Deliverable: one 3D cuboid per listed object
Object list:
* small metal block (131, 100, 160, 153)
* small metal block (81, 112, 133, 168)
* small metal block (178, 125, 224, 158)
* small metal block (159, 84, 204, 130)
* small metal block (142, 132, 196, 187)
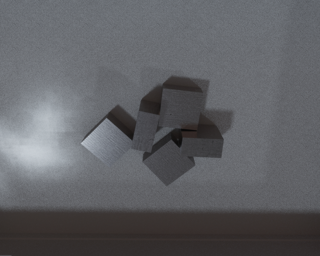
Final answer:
[{"bbox_3d":[-0.018,-0.003,0.394,0.025,0.050,0.050,12,110,-5],"label":"small metal block"},{"bbox_3d":[-0.068,0.016,0.414,0.050,0.025,0.050,-43,105,14],"label":"small metal block"},{"bbox_3d":[0.052,0.016,0.402,0.050,0.050,0.025,3,110,-2],"label":"small metal block"},{"bbox_3d":[0.026,-0.027,0.400,0.050,0.025,0.050,6,110,-3],"label":"small metal block"},{"bbox_3d":[0.012,0.043,0.425,0.050,0.025,0.050,-39,106,12],"label":"small metal block"}]
